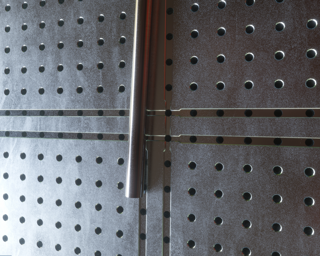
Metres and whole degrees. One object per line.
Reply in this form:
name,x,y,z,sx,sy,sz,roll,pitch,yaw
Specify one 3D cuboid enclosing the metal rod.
metal rod,-0.027,-0.056,0.421,0.025,0.025,0.298,4,91,19
